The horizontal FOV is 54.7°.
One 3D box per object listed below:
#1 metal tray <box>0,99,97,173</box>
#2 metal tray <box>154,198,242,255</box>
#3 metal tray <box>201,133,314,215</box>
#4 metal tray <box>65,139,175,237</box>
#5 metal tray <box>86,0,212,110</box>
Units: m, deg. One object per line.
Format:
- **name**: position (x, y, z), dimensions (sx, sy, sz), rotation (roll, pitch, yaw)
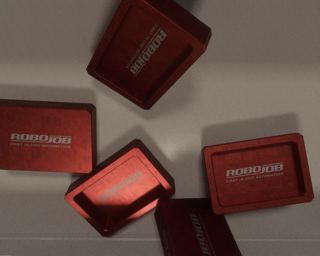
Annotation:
- **metal tray**: position (-0.153, 0.011, 0.411), dimensions (0.131, 0.030, 0.089), rotation (3, 110, -2)
- **metal tray**: position (0.052, 0.152, 0.399), dimensions (0.091, 0.130, 0.030), rotation (4, 129, -22)
- **metal tray**: position (0.127, 0.060, 0.414), dimensions (0.131, 0.030, 0.089), rotation (-9, 87, 2)
- **metal tray**: position (-0.055, 0.087, 0.439), dimensions (0.130, 0.030, 0.090), rotation (-35, 107, 11)
- **metal tray**: position (-0.018, -0.082, 0.340), dimensions (0.090, 0.030, 0.129), rotation (33, 142, -13)
